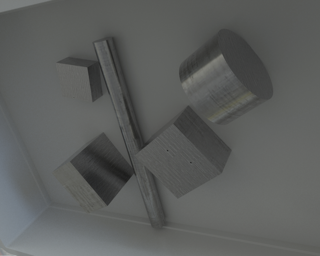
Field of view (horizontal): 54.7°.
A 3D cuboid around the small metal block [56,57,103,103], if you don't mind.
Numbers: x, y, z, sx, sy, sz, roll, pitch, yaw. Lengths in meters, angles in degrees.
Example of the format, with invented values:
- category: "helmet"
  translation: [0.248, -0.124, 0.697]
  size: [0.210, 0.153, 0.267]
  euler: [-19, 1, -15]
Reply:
- category: "small metal block"
  translation: [-0.109, -0.066, 0.423]
  size: [0.050, 0.025, 0.050]
  euler: [12, 124, 21]

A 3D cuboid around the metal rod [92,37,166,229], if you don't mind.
- category: "metal rod"
  translation: [-0.036, 0.023, 0.440]
  size: [0.025, 0.025, 0.298]
  euler: [0, 119, 28]

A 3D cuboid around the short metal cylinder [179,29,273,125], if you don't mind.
- category: "short metal cylinder"
  translation: [0.066, -0.050, 0.307]
  size: [0.080, 0.080, 0.050]
  euler: [49, 128, -7]

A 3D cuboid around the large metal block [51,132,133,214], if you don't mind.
- category: "large metal block"
  translation: [-0.096, 0.066, 0.463]
  size: [0.050, 0.080, 0.080]
  euler: [-30, 102, 37]

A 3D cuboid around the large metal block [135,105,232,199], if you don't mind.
- category: "large metal block"
  translation: [0.029, 0.032, 0.396]
  size: [0.080, 0.050, 0.080]
  euler: [46, 129, -4]
